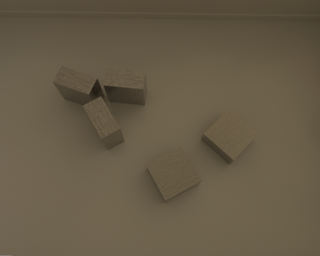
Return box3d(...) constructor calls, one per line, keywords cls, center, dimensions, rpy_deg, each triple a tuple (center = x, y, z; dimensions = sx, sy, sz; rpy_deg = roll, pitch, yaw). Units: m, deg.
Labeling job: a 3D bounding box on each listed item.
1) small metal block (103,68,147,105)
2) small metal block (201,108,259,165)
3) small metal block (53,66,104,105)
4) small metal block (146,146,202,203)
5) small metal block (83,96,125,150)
box3d(cls="small metal block", center=(-0.045, -0.054, 0.416), dimensions=(0.050, 0.050, 0.025), rpy_deg=(5, 70, 2))
box3d(cls="small metal block", center=(0.091, 0.011, 0.406), dimensions=(0.050, 0.025, 0.050), rpy_deg=(42, 75, 14))
box3d(cls="small metal block", center=(-0.107, -0.052, 0.415), dimensions=(0.050, 0.050, 0.025), rpy_deg=(19, 71, 7))
box3d(cls="small metal block", center=(0.016, 0.058, 0.388), dimensions=(0.050, 0.025, 0.050), rpy_deg=(-27, 72, -10))
box3d(cls="small metal block", center=(-0.071, -0.005, 0.398), dimensions=(0.025, 0.050, 0.050), rpy_deg=(-29, 73, -10))
